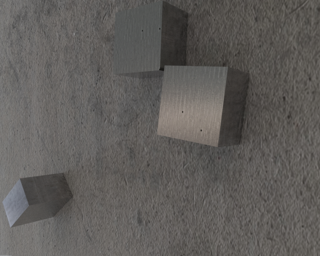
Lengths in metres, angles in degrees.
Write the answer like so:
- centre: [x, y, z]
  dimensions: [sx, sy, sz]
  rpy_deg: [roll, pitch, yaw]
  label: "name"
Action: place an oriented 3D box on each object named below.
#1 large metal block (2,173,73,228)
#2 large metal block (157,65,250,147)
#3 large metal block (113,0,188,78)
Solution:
- centre: [-0.216, 0.126, 0.548]
  dimensions: [0.080, 0.081, 0.050]
  rpy_deg: [-45, 63, 31]
  label: "large metal block"
- centre: [0.048, -0.026, 0.349]
  dimensions: [0.080, 0.050, 0.079]
  rpy_deg: [11, 97, 39]
  label: "large metal block"
- centre: [-0.013, -0.108, 0.399]
  dimensions: [0.080, 0.050, 0.079]
  rpy_deg: [4, 93, 40]
  label: "large metal block"
